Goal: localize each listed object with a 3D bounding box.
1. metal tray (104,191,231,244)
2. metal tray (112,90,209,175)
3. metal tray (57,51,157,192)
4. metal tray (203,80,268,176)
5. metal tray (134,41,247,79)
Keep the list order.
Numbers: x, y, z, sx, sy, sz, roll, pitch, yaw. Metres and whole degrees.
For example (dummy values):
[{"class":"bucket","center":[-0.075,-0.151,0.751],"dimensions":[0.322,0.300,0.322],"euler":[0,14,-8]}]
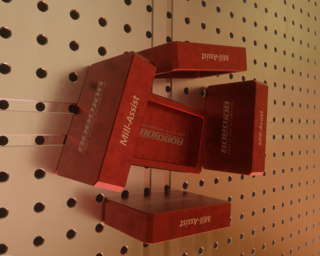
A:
[{"class":"metal tray","center":[0.011,0.102,0.376],"dimensions":[0.131,0.090,0.030],"euler":[5,87,-39]},{"class":"metal tray","center":[0.006,0.009,0.409],"dimensions":[0.131,0.030,0.090],"euler":[14,81,-39]},{"class":"metal tray","center":[-0.057,-0.007,0.318],"dimensions":[0.030,0.090,0.130],"euler":[23,75,-37]},{"class":"metal tray","center":[0.108,0.000,0.456],"dimensions":[0.030,0.090,0.129],"euler":[6,86,-40]},{"class":"metal tray","center":[0.036,-0.083,0.395],"dimensions":[0.131,0.090,0.030],"euler":[-8,96,-39]}]
